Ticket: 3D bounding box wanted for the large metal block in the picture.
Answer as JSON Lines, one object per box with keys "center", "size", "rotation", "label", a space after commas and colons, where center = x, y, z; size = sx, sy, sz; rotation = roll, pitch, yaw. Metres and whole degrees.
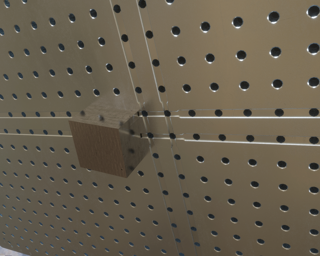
{"center": [-0.075, 0.018, 0.446], "size": [0.080, 0.050, 0.080], "rotation": [9, 122, 23], "label": "large metal block"}
